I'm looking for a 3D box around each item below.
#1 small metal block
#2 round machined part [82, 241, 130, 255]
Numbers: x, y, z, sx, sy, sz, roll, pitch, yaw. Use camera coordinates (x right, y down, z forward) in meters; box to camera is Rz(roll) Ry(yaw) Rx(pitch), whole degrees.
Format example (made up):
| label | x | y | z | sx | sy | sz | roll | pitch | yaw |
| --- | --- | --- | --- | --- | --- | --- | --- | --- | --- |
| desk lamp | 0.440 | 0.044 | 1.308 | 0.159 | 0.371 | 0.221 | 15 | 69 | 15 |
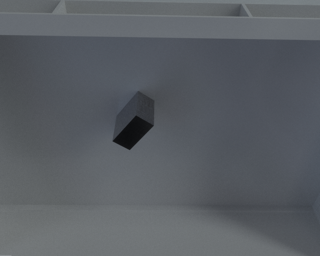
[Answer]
| label | x | y | z | sx | sy | sz | roll | pitch | yaw |
| --- | --- | --- | --- | --- | --- | --- | --- | --- | --- |
| small metal block | -0.032 | -0.009 | 0.384 | 0.025 | 0.050 | 0.050 | 30 | 124 | -23 |
| round machined part | -0.112 | 0.277 | 0.635 | 0.099 | 0.042 | 0.097 | -1 | 130 | 0 |
